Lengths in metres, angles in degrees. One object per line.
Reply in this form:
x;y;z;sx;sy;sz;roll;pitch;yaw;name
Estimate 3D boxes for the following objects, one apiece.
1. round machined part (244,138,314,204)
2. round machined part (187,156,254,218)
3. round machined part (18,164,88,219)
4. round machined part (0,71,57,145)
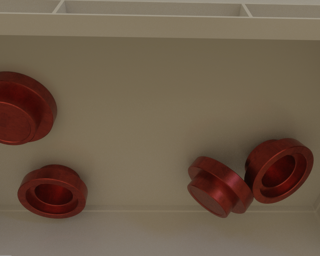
0.159;0.055;0.433;0.099;0.042;0.097;-12;124;-18;round machined part
0.078;0.089;0.439;0.098;0.042;0.098;37;158;18;round machined part
-0.160;0.094;0.475;0.099;0.042;0.097;-1;130;0;round machined part
-0.182;-0.017;0.381;0.099;0.042;0.097;-1;130;0;round machined part
